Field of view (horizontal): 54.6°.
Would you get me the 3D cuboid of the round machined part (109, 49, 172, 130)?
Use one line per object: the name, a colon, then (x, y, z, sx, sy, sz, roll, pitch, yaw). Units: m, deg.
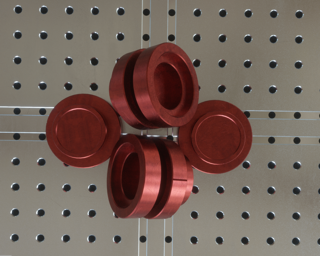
round machined part: (-0.025, -0.046, 0.388, 0.042, 0.099, 0.097, -6, 90, 40)

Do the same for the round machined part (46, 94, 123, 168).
round machined part: (-0.100, 0.004, 0.404, 0.099, 0.042, 0.097, 0, 90, 0)

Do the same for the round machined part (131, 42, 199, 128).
round machined part: (0.002, -0.048, 0.370, 0.042, 0.099, 0.097, -6, 90, 40)

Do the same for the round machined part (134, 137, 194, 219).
round machined part: (0.005, 0.063, 0.386, 0.042, 0.098, 0.098, 10, 90, -32)

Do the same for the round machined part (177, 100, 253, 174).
round machined part: (0.073, 0.012, 0.405, 0.099, 0.042, 0.097, 0, 90, 0)

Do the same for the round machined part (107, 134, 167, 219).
round machined part: (-0.024, 0.058, 0.372, 0.042, 0.098, 0.098, 10, 90, -32)
